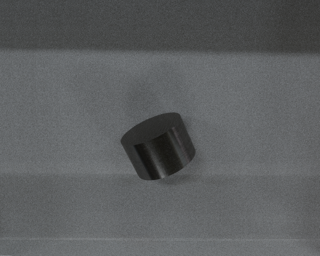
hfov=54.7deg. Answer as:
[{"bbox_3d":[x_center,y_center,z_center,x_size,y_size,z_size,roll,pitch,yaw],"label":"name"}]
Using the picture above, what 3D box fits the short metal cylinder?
[{"bbox_3d":[-0.002,0.021,0.390,0.080,0.080,0.050,-22,109,7],"label":"short metal cylinder"}]
